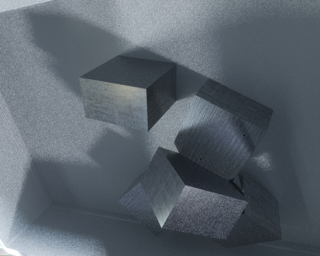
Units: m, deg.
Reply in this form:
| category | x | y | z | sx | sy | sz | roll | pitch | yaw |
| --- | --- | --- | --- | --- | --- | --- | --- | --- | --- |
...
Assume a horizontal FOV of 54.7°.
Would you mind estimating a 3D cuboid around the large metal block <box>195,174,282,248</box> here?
| category | x | y | z | sx | sy | sz | roll | pitch | yaw |
| --- | --- | --- | --- | --- | --- | --- | --- | --- | --- |
| large metal block | 0.094 | 0.108 | 0.391 | 0.080 | 0.050 | 0.080 | -27 | 128 | 37 |

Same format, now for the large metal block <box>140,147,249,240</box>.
| category | x | y | z | sx | sy | sz | roll | pitch | yaw |
| --- | --- | --- | --- | --- | --- | --- | --- | --- | --- |
| large metal block | 0.034 | 0.070 | 0.342 | 0.081 | 0.080 | 0.050 | 19 | 105 | -26 |

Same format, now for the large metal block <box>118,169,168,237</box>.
| category | x | y | z | sx | sy | sz | roll | pitch | yaw |
| --- | --- | --- | --- | --- | --- | --- | --- | --- | --- |
| large metal block | -0.001 | 0.102 | 0.455 | 0.080 | 0.050 | 0.080 | 43 | 129 | -2 |

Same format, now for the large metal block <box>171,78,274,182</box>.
| category | x | y | z | sx | sy | sz | roll | pitch | yaw |
| --- | --- | --- | --- | --- | --- | --- | --- | --- | --- |
| large metal block | 0.070 | 0.002 | 0.356 | 0.080 | 0.050 | 0.079 | 29 | 128 | 9 |

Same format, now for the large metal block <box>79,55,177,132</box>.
| category | x | y | z | sx | sy | sz | roll | pitch | yaw |
| --- | --- | --- | --- | --- | --- | --- | --- | --- | --- |
| large metal block | -0.033 | -0.044 | 0.362 | 0.080 | 0.080 | 0.050 | 12 | 124 | 21 |
